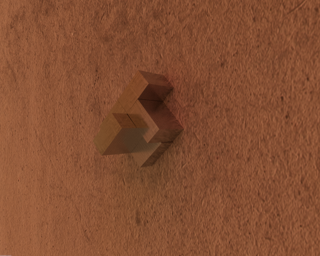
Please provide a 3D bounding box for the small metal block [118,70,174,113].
[{"bbox_3d":[-0.018,-0.045,0.403,0.050,0.050,0.025,-51,60,28],"label":"small metal block"}]

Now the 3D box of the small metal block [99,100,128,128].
[{"bbox_3d":[-0.046,-0.010,0.425,0.050,0.050,0.025,-51,60,28],"label":"small metal block"}]

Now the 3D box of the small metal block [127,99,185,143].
[{"bbox_3d":[-0.005,-0.009,0.392,0.025,0.050,0.050,-50,61,28],"label":"small metal block"}]

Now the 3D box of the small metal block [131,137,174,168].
[{"bbox_3d":[-0.017,0.017,0.419,0.050,0.025,0.050,-50,61,28],"label":"small metal block"}]

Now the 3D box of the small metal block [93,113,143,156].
[{"bbox_3d":[-0.049,0.008,0.396,0.050,0.050,0.025,-51,60,28],"label":"small metal block"}]
